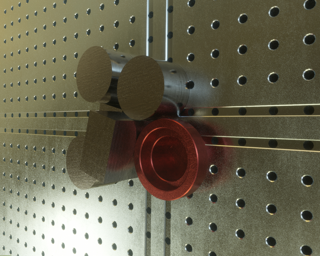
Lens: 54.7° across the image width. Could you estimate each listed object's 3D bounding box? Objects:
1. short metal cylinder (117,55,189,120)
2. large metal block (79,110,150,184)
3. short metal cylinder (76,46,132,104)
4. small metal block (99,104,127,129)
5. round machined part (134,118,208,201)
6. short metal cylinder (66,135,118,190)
[{"bbox_3d":[-0.009,-0.050,0.401,0.080,0.050,0.080,0,90,40],"label":"short metal cylinder"},{"bbox_3d":[-0.053,0.022,0.413,0.050,0.081,0.079,20,103,38],"label":"large metal block"},{"bbox_3d":[-0.079,-0.076,0.458,0.080,0.050,0.080,0,90,40],"label":"short metal cylinder"},{"bbox_3d":[-0.068,-0.008,0.465,0.050,0.025,0.050,19,102,38],"label":"small metal block"},{"bbox_3d":[0.018,0.037,0.384,0.098,0.042,0.097,0,90,40],"label":"round machined part"},{"bbox_3d":[-0.099,0.051,0.475,0.080,0.050,0.080,0,90,40],"label":"short metal cylinder"}]
